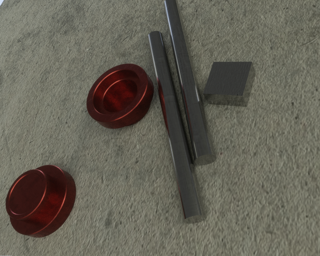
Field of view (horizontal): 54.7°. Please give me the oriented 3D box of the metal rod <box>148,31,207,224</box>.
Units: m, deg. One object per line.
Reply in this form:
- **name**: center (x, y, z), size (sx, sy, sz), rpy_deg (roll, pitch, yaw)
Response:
- **metal rod**: center (0.015, -0.025, 0.411), size (0.025, 0.025, 0.299), rpy_deg (-21, 54, 15)

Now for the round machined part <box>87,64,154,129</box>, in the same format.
- **round machined part**: center (-0.053, -0.041, 0.446), size (0.098, 0.042, 0.098), rpy_deg (-13, 56, 21)

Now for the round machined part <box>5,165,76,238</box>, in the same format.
- **round machined part**: center (-0.168, 0.095, 0.423), size (0.098, 0.042, 0.098), rpy_deg (-13, 56, 21)

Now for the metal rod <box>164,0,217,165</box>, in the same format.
- **metal rod**: center (0.035, -0.086, 0.438), size (0.025, 0.025, 0.299), rpy_deg (-20, 54, 17)

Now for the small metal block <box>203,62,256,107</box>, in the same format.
- **small metal block**: center (0.088, -0.056, 0.392), size (0.050, 0.025, 0.050), rpy_deg (7, 65, 31)
